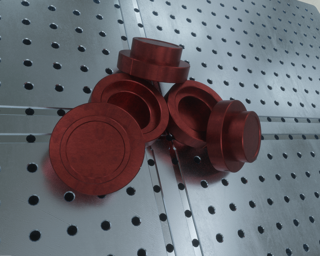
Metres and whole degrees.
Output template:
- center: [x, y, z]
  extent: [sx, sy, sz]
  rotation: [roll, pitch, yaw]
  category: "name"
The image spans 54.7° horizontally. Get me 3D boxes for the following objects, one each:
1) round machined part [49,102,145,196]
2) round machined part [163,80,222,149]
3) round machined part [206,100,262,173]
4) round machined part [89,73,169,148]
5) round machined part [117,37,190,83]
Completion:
- center: [-0.064, 0.021, 0.321]
  extent: [0.099, 0.042, 0.097]
  rotation: [0, 89, -6]
  category: "round machined part"
- center: [0.045, -0.015, 0.432]
  extent: [0.099, 0.042, 0.098]
  rotation: [14, 56, -21]
  category: "round machined part"
- center: [0.104, 0.011, 0.414]
  extent: [0.099, 0.042, 0.097]
  rotation: [-3, 94, -53]
  category: "round machined part"
- center: [-0.042, -0.016, 0.385]
  extent: [0.099, 0.042, 0.098]
  rotation: [14, 56, -21]
  category: "round machined part"
- center: [-0.007, -0.096, 0.421]
  extent: [0.099, 0.042, 0.098]
  rotation: [11, 21, -4]
  category: "round machined part"
